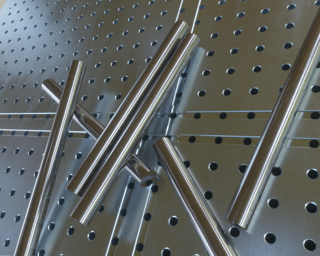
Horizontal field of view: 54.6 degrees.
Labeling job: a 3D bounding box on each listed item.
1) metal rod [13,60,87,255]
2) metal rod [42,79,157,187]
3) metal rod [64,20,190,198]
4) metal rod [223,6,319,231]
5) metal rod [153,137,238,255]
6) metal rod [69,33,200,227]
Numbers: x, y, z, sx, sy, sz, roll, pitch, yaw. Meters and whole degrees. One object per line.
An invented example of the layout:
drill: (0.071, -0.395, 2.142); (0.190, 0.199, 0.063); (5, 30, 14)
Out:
metal rod: (-0.153, 0.037, 0.445); (0.025, 0.025, 0.299); (-1, 68, 28)
metal rod: (-0.108, -0.008, 0.471); (0.025, 0.025, 0.300); (-49, 51, -6)
metal rod: (-0.034, -0.041, 0.429); (0.025, 0.025, 0.300); (13, 61, 34)
metal rod: (0.146, -0.030, 0.350); (0.025, 0.025, 0.300); (18, 71, 35)
metal rod: (0.061, 0.122, 0.301); (0.025, 0.025, 0.300); (-34, 51, 6)
metal rod: (-0.020, -0.014, 0.404); (0.025, 0.025, 0.300); (13, 61, 34)
